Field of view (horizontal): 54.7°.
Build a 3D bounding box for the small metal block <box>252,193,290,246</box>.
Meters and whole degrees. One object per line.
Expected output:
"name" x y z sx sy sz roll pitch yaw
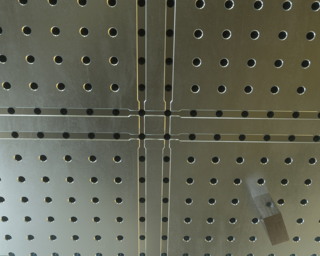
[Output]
"small metal block" 0.161 0.132 0.451 0.025 0.050 0.050 -21 109 7
